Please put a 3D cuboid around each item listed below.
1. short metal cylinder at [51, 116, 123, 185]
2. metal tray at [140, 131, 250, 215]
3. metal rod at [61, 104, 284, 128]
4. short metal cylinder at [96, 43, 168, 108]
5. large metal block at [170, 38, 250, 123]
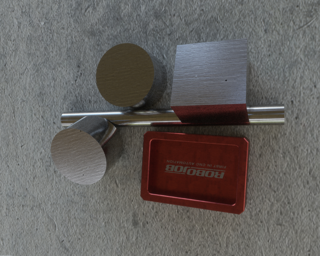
[{"bbox_3d":[-0.097,0.029,0.418,0.080,0.050,0.079,7,113,16],"label":"short metal cylinder"},{"bbox_3d":[0.043,0.052,0.391,0.130,0.030,0.089,4,91,19],"label":"metal tray"},{"bbox_3d":[0.003,-0.014,0.410,0.301,0.025,0.025,-1,90,19],"label":"metal rod"},{"bbox_3d":[-0.036,-0.066,0.410,0.080,0.050,0.080,0,89,20],"label":"short metal cylinder"},{"bbox_3d":[0.062,-0.053,0.362,0.080,0.050,0.080,-1,69,20],"label":"large metal block"}]
